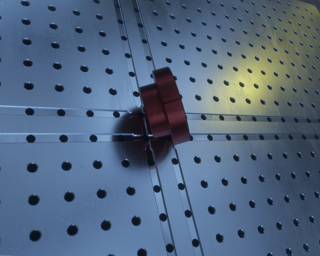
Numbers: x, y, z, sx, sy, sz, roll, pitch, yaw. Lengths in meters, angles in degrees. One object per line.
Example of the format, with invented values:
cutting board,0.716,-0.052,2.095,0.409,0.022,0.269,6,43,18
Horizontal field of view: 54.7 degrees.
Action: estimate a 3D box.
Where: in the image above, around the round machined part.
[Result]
round machined part,0.003,-0.024,0.391,0.042,0.098,0.098,-16,67,-1
